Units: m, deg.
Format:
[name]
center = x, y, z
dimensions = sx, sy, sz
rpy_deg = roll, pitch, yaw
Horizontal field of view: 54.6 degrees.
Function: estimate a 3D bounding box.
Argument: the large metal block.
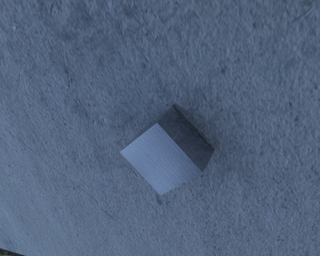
[large metal block]
center = 0.009, 0.030, 0.405
dimensions = 0.080, 0.050, 0.080
rpy_deg = 48, 129, -6
